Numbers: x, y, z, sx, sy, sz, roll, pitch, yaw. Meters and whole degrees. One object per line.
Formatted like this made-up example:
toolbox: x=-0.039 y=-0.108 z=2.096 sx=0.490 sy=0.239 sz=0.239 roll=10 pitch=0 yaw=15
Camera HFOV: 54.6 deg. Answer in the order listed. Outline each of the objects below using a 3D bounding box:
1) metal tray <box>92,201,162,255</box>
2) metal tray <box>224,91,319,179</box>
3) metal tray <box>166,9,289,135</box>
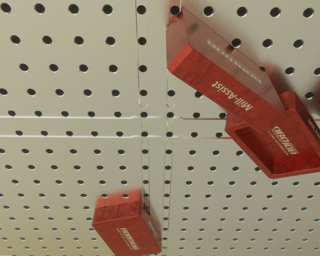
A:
metal tray: x=-0.057 y=0.191 z=0.570 sx=0.090 sy=0.030 sz=0.130 roll=-13 pitch=129 yaw=10
metal tray: x=0.157 y=0.016 z=0.405 sx=0.090 sy=0.030 sz=0.130 roll=-20 pitch=130 yaw=39
metal tray: x=0.067 y=-0.058 z=0.319 sx=0.131 sy=0.090 sz=0.030 roll=30 pitch=124 yaw=-23
